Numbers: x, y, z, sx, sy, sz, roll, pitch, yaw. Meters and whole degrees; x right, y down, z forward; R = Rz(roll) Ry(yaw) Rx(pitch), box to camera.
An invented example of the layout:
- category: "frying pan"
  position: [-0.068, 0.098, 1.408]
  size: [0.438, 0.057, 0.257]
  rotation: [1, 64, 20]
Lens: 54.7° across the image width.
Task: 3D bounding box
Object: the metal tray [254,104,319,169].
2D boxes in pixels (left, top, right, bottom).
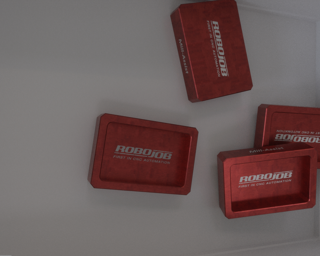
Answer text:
- category: "metal tray"
  position: [0.211, 0.013, 0.462]
  size: [0.131, 0.030, 0.089]
  rotation: [3, 97, -6]

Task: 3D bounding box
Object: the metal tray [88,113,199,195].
- category: "metal tray"
  position: [-0.020, 0.035, 0.400]
  size: [0.131, 0.030, 0.089]
  rotation: [9, 87, -20]

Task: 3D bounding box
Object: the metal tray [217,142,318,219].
- category: "metal tray"
  position: [0.150, 0.073, 0.435]
  size: [0.131, 0.030, 0.089]
  rotation: [-6, 105, -4]

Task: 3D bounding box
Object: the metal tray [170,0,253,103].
- category: "metal tray"
  position: [0.073, -0.108, 0.435]
  size: [0.091, 0.030, 0.129]
  rotation: [-14, 95, -20]
